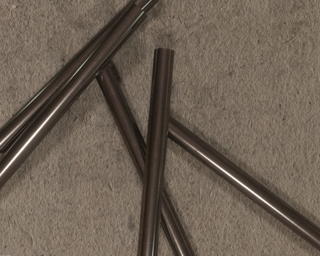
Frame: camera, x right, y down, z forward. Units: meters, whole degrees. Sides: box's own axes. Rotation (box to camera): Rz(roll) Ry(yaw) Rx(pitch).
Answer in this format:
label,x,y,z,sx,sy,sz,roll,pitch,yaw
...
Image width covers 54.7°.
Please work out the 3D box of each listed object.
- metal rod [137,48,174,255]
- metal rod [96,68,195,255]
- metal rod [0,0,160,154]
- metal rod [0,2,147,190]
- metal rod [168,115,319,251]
label,x,y,z,sx,sy,sz,roll,pitch,yaw
metal rod,-0.007,0.053,0.383,0.025,0.025,0.298,5,90,-1
metal rod,-0.014,0.063,0.409,0.025,0.025,0.299,-24,90,0
metal rod,-0.109,-0.081,0.408,0.300,0.025,0.025,-45,91,-1
metal rod,-0.124,-0.034,0.393,0.025,0.025,0.299,42,95,-1
metal rod,0.115,0.075,0.411,0.301,0.025,0.025,37,90,-1
